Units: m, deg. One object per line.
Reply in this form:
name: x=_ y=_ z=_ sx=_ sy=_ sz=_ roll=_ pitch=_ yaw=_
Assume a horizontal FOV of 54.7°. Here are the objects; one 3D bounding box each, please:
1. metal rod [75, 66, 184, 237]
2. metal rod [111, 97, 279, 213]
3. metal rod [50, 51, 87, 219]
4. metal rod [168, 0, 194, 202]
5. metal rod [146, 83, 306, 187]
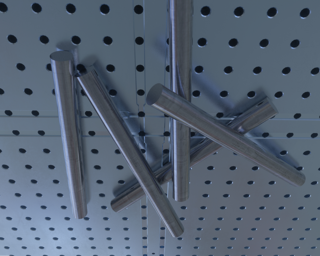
metal rod: x=-0.030 y=0.051 z=0.430 sx=0.025 sy=0.025 sz=0.299 roll=-18 pitch=121 yaw=14
metal rod: x=0.034 y=0.051 z=0.455 sx=0.299 sy=0.025 sz=0.025 roll=-37 pitch=122 yaw=26
metal rod: x=-0.123 y=0.033 z=0.438 sx=0.025 sy=0.025 sz=0.298 roll=4 pitch=130 yaw=-4
metal rod: x=0.025 y=-0.023 z=0.373 sx=0.025 sy=0.025 sz=0.298 roll=-2 pitch=125 yaw=1
metal rod: x=0.105 y=0.023 z=0.399 sx=0.301 sy=0.025 sz=0.025 roll=27 pitch=125 yaw=-34
